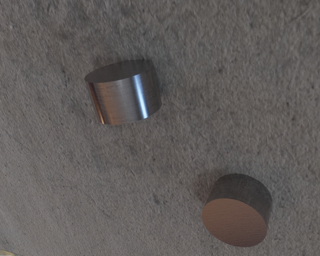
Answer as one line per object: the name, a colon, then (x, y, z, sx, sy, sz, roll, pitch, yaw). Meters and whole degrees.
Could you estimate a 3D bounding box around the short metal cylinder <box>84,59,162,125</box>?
short metal cylinder: (-0.042, -0.044, 0.365, 0.080, 0.080, 0.050, 2, 119, 27)

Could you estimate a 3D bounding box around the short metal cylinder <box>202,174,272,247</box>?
short metal cylinder: (0.101, 0.107, 0.403, 0.080, 0.050, 0.079, 13, 124, 20)
